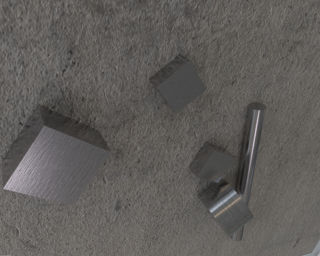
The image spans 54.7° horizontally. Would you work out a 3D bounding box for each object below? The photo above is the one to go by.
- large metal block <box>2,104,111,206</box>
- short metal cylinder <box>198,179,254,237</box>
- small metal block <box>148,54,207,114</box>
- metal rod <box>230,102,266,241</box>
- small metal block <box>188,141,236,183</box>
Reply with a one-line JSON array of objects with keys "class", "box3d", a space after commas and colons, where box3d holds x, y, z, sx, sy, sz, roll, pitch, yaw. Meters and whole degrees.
[{"class": "large metal block", "box3d": [-0.116, 0.032, 0.347, 0.080, 0.050, 0.080, 28, 103, -38]}, {"class": "short metal cylinder", "box3d": [0.108, 0.131, 0.511, 0.050, 0.080, 0.080, -37, 129, -4]}, {"class": "small metal block", "box3d": [0.023, -0.054, 0.386, 0.050, 0.025, 0.050, -40, 130, -1]}, {"class": "metal rod", "box3d": [0.151, 0.093, 0.546, 0.025, 0.025, 0.298, -15, 125, -20]}, {"class": "small metal block", "box3d": [0.081, 0.054, 0.485, 0.050, 0.025, 0.050, 21, 107, -36]}]
